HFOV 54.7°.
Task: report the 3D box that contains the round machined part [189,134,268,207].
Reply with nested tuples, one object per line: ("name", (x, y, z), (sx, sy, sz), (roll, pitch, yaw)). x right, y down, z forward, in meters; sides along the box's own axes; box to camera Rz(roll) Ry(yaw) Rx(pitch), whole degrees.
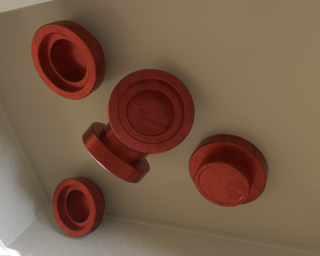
("round machined part", (0.082, 0.060, 0.391), (0.098, 0.042, 0.097), (13, 124, 20))

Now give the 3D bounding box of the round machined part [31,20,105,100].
("round machined part", (-0.112, -0.089, 0.400), (0.098, 0.042, 0.097), (13, 124, 20))

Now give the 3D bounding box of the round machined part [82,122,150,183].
("round machined part", (-0.050, 0.024, 0.410), (0.098, 0.098, 0.042), (41, 98, -1))

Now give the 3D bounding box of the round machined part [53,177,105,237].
("round machined part", (-0.134, 0.132, 0.531), (0.098, 0.042, 0.097), (1, 93, 29))

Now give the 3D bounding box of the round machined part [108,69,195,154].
("round machined part", (-0.012, -0.017, 0.369), (0.098, 0.098, 0.042), (42, 168, -1))
